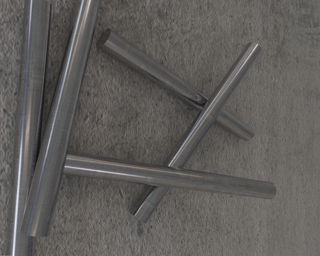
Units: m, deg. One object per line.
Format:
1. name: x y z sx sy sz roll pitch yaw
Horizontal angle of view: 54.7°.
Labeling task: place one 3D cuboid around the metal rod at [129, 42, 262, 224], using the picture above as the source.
1. metal rod: 0.057 -0.005 0.425 0.025 0.025 0.300 47 71 -30

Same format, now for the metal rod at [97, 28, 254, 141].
1. metal rod: 0.044 -0.045 0.440 0.301 0.025 0.025 28 73 -37

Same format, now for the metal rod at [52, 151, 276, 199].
1. metal rod: 0.024 0.061 0.379 0.302 0.025 0.025 12 82 -25

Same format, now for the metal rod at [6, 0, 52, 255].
1. metal rod: -0.127 0.026 0.297 0.025 0.025 0.298 5 87 -40

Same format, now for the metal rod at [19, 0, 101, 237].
1. metal rod: -0.090 -0.049 0.311 0.025 0.025 0.299 20 72 -38
